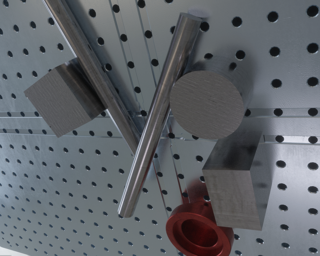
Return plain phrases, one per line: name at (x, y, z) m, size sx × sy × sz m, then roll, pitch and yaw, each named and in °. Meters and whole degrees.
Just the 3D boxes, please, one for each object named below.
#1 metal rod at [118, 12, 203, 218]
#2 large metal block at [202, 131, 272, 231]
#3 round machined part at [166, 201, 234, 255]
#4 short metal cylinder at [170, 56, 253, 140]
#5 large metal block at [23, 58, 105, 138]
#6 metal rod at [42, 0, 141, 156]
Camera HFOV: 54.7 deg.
metal rod at (-0.010, 0.006, 0.397) m, size 0.025 × 0.025 × 0.298 m, roll 26°, pitch 121°, yaw 12°
large metal block at (0.094, 0.059, 0.363) m, size 0.050 × 0.080 × 0.080 m, roll -3°, pitch 117°, yaw 30°
round machined part at (0.062, 0.149, 0.460) m, size 0.098 × 0.042 × 0.097 m, roll 13°, pitch 124°, yaw 21°
short metal cylinder at (0.058, -0.034, 0.344) m, size 0.080 × 0.050 × 0.079 m, roll 13°, pitch 124°, yaw 21°
large metal block at (-0.129, -0.042, 0.437) m, size 0.080 × 0.050 × 0.080 m, roll -23°, pitch 106°, yaw 36°
metal rod at (-0.091, -0.084, 0.407) m, size 0.025 × 0.025 × 0.299 m, roll -17°, pitch 110°, yaw 34°
